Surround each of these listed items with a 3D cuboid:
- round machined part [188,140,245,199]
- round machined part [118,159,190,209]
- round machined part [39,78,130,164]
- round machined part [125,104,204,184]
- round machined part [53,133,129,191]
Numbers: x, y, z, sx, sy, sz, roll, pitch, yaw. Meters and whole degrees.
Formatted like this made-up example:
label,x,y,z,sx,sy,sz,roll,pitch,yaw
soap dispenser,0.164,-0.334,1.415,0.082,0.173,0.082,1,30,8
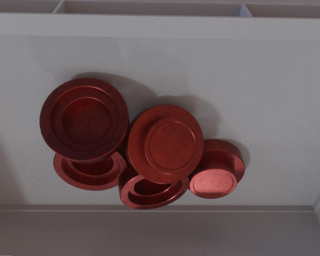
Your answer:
label,x,y,z,sx,sy,sz,roll,pitch,yaw
round machined part,0.075,0.067,0.453,0.099,0.042,0.097,-1,130,0
round machined part,-0.011,0.072,0.442,0.099,0.042,0.097,-10,137,-9
round machined part,-0.085,-0.006,0.366,0.099,0.098,0.042,2,166,-2
round machined part,0.009,0.020,0.377,0.099,0.042,0.097,0,91,-17
round machined part,-0.092,0.040,0.427,0.099,0.042,0.097,-1,130,0
